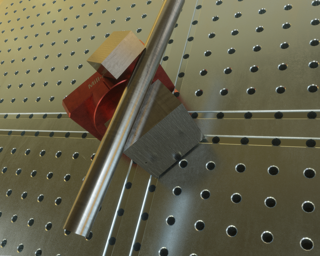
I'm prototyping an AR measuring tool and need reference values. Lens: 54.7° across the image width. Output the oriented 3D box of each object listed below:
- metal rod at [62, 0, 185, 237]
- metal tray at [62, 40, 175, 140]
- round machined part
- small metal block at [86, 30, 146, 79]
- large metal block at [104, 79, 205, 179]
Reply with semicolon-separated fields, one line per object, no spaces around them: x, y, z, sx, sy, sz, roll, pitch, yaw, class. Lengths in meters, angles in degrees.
-0.029;-0.034;0.340;0.025;0.025;0.300;7;65;31;metal rod
-0.052;-0.045;0.419;0.130;0.090;0.030;-40;51;1;metal tray
-0.038;-0.022;0.398;0.098;0.098;0.042;-41;51;0;round machined part
-0.052;-0.086;0.362;0.050;0.025;0.050;-50;33;-10;small metal block
-0.004;0.004;0.368;0.080;0.080;0.050;-40;51;1;large metal block
